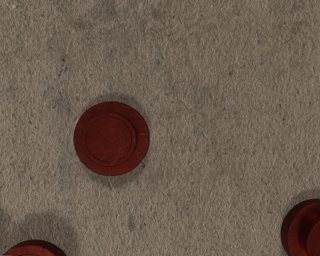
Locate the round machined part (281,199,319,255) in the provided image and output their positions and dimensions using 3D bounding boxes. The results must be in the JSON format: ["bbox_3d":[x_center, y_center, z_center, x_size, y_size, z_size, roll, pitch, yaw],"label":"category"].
[{"bbox_3d":[0.215,0.146,0.405,0.099,0.042,0.097,0,90,-1],"label":"round machined part"}]

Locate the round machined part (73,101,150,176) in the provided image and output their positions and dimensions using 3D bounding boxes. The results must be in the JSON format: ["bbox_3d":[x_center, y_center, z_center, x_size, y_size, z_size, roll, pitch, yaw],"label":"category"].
[{"bbox_3d":[-0.063,0.014,0.401,0.099,0.042,0.097,0,90,-1],"label":"round machined part"}]

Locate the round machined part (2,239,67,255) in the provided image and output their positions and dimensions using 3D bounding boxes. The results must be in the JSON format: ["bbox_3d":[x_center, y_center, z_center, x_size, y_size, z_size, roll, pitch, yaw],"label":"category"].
[{"bbox_3d":[-0.161,0.192,0.400,0.099,0.042,0.097,0,90,-1],"label":"round machined part"}]
